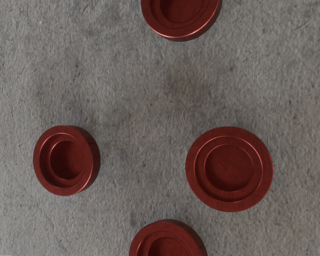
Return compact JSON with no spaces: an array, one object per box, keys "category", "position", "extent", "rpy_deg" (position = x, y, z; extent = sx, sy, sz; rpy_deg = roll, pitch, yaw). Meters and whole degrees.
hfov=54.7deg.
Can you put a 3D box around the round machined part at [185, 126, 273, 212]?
[{"category":"round machined part","position":[0.083,0.047,0.370],"extent":[0.098,0.042,0.097],"rpy_deg":[0,90,19]}]

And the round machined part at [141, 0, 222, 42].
[{"category":"round machined part","position":[0.029,-0.157,0.389],"extent":[0.098,0.042,0.097],"rpy_deg":[0,90,19]}]

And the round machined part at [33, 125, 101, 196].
[{"category":"round machined part","position":[-0.128,0.045,0.443],"extent":[0.098,0.042,0.097],"rpy_deg":[0,90,19]}]

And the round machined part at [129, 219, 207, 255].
[{"category":"round machined part","position":[0.014,0.165,0.390],"extent":[0.098,0.042,0.097],"rpy_deg":[-3,83,22]}]
